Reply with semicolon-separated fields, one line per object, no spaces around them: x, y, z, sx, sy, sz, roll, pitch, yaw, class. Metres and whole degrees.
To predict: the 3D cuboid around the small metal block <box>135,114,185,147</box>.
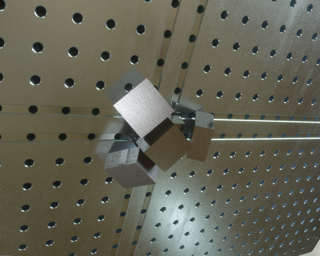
0.000;0.009;0.416;0.050;0.025;0.050;1;120;-29;small metal block

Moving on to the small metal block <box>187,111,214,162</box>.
0.056;0.011;0.428;0.025;0.050;0.050;13;116;2;small metal block

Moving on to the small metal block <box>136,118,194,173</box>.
0.007;0.021;0.394;0.050;0.025;0.050;-42;130;0;small metal block

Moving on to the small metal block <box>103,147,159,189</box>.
-0.037;0.053;0.407;0.050;0.025;0.050;-14;135;26;small metal block

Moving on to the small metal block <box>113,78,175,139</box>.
-0.019;-0.023;0.370;0.050;0.025;0.050;-40;94;-1;small metal block
